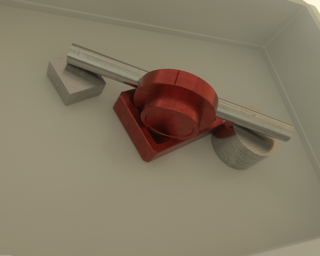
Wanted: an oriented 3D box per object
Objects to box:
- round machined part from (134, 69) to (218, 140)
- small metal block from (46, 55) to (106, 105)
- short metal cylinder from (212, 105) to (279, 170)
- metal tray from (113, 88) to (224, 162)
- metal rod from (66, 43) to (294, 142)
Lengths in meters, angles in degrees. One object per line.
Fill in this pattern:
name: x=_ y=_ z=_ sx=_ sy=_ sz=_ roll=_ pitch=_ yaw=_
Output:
round machined part: x=0.016 y=-0.021 z=0.363 sx=0.099 sy=0.098 sz=0.042 roll=25 pitch=61 yaw=-14
small metal block: x=-0.104 y=-0.062 z=0.386 sx=0.050 sy=0.025 sz=0.050 roll=-25 pitch=75 yaw=-37
short metal cylinder: x=0.123 y=0.014 z=0.448 sx=0.081 sy=0.050 sz=0.080 roll=14 pitch=56 yaw=-21
metal tray: x=0.014 y=-0.019 z=0.420 sx=0.131 sy=0.030 sz=0.090 roll=-21 pitch=73 yaw=-36
metal rod: x=0.033 y=-0.041 z=0.396 sx=0.302 sy=0.025 sz=0.025 roll=19 pitch=54 yaw=-10
